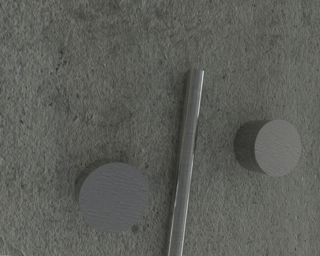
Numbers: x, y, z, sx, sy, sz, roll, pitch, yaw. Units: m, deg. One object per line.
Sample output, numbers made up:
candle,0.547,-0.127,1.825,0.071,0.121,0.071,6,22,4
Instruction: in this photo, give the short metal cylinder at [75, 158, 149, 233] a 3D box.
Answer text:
short metal cylinder,-0.059,0.079,0.374,0.081,0.050,0.079,0,90,-20

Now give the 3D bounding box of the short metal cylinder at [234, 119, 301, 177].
short metal cylinder,0.156,0.028,0.453,0.081,0.050,0.079,0,90,-20

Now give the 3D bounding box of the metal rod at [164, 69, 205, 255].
metal rod,0.031,0.070,0.420,0.025,0.025,0.298,8,87,-20
